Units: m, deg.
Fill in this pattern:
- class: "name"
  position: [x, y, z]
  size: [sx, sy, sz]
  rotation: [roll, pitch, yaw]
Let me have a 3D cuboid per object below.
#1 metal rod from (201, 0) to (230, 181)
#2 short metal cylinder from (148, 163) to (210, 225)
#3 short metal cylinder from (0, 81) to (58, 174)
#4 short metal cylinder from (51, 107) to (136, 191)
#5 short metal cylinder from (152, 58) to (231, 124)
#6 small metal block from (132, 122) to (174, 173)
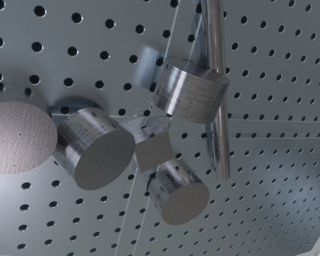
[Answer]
- class: "metal rod"
  position: [0.081, -0.039, 0.431]
  size: [0.025, 0.025, 0.298]
  rotation: [-23, 127, -15]
- class: "short metal cylinder"
  position: [0.028, 0.101, 0.473]
  size: [0.081, 0.050, 0.079]
  rotation: [-14, 124, -21]
- class: "short metal cylinder"
  position: [-0.150, -0.001, 0.313]
  size: [0.081, 0.050, 0.079]
  rotation: [-14, 124, -21]
- class: "short metal cylinder"
  position: [-0.075, 0.023, 0.352]
  size: [0.081, 0.050, 0.079]
  rotation: [-33, 143, -29]
- class: "short metal cylinder"
  position: [0.036, -0.046, 0.367]
  size: [0.081, 0.080, 0.050]
  rotation: [6, 116, -31]
- class: "small metal block"
  position: [-0.013, 0.026, 0.421]
  size: [0.050, 0.025, 0.050]
  rotation: [-23, 127, -15]
